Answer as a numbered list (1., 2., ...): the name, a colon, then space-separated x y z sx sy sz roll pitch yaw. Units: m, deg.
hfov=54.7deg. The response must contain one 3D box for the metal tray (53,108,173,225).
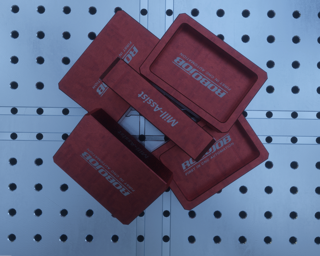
1. metal tray: -0.060 0.050 0.391 0.130 0.030 0.090 42 115 -1

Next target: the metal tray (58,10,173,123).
1. metal tray: -0.057 -0.076 0.409 0.090 0.030 0.130 39 90 -1

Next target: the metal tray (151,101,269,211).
1. metal tray: 0.063 0.035 0.410 0.130 0.030 0.090 -34 90 -1

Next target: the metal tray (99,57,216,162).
1. metal tray: -0.002 -0.019 0.350 0.130 0.090 0.030 41 90 -1

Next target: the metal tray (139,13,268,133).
1. metal tray: 0.052 -0.065 0.381 0.130 0.030 0.090 36 90 -1
